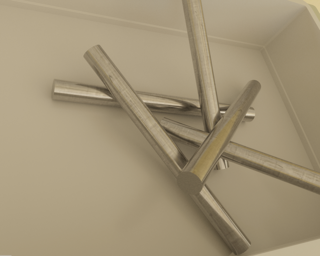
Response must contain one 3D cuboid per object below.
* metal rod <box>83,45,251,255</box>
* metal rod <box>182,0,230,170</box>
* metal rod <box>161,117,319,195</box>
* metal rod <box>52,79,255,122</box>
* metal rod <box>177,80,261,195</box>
[{"bbox_3d":[0.008,0.025,0.375,0.025,0.025,0.299,-37,89,-39],"label":"metal rod"},{"bbox_3d":[0.056,-0.093,0.414,0.025,0.025,0.298,-12,93,-34],"label":"metal rod"},{"bbox_3d":[0.139,0.048,0.376,0.301,0.025,0.025,20,50,14],"label":"metal rod"},{"bbox_3d":[0.009,-0.034,0.432,0.302,0.025,0.025,5,60,-26],"label":"metal rod"},{"bbox_3d":[0.093,-0.010,0.404,0.025,0.025,0.302,45,36,2],"label":"metal rod"}]
